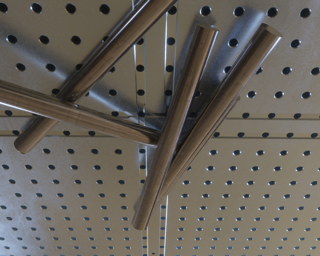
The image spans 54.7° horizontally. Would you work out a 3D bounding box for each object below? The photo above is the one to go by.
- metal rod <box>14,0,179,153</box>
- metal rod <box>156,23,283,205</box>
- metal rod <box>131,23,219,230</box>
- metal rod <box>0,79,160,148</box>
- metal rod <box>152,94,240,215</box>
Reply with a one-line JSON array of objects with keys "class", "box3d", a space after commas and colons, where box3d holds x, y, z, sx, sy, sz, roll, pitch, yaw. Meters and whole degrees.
[{"class": "metal rod", "box3d": [-0.085, -0.058, 0.360, 0.025, 0.025, 0.299, 36, 121, -27]}, {"class": "metal rod", "box3d": [0.048, 0.007, 0.391, 0.025, 0.025, 0.298, 19, 128, -16]}, {"class": "metal rod", "box3d": [0.010, 0.019, 0.394, 0.025, 0.025, 0.298, 12, 119, -11]}, {"class": "metal rod", "box3d": [-0.108, -0.018, 0.360, 0.302, 0.025, 0.025, 18, 129, -29]}, {"class": "metal rod", "box3d": [0.025, 0.062, 0.464, 0.025, 0.025, 0.298, 19, 128, -16]}]
